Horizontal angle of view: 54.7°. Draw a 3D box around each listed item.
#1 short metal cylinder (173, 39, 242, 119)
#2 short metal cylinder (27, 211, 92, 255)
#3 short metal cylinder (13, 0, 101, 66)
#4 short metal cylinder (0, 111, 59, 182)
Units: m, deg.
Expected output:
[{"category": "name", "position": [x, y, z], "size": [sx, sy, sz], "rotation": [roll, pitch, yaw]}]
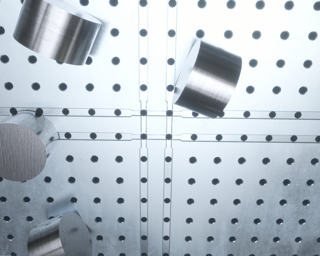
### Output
[{"category": "short metal cylinder", "position": [0.053, -0.057, 0.364], "size": [0.050, 0.080, 0.079], "rotation": [21, 109, -8]}, {"category": "short metal cylinder", "position": [-0.141, 0.167, 0.444], "size": [0.050, 0.080, 0.080], "rotation": [-25, 108, 9]}, {"category": "short metal cylinder", "position": [-0.112, -0.110, 0.342], "size": [0.080, 0.080, 0.050], "rotation": [24, 108, -9]}, {"category": "short metal cylinder", "position": [-0.181, 0.023, 0.407], "size": [0.081, 0.050, 0.079], "rotation": [0, 110, 0]}]
